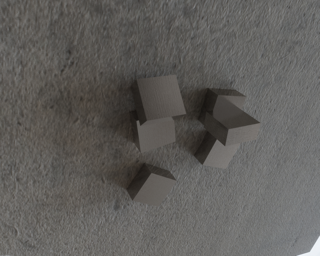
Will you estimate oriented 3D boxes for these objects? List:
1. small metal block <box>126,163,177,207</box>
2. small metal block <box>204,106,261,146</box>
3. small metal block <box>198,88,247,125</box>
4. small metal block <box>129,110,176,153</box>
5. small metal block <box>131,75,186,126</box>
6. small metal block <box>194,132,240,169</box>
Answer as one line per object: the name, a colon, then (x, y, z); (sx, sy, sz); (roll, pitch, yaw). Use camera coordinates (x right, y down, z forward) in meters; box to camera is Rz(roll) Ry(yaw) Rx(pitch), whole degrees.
small metal block: (-0.012, 0.084, 0.454); (0.050, 0.025, 0.050); (24, 105, -37)
small metal block: (0.094, -0.004, 0.410); (0.050, 0.050, 0.025); (-10, 123, -24)
small metal block: (0.088, -0.028, 0.440); (0.050, 0.025, 0.050); (0, 119, -29)
small metal block: (-0.009, -0.001, 0.403); (0.050, 0.025, 0.050); (-18, 126, -19)
small metal block: (-0.002, -0.033, 0.369); (0.050, 0.025, 0.050); (-11, 80, -23)
small metal block: (0.089, 0.033, 0.478); (0.050, 0.025, 0.050); (13, 112, -34)
